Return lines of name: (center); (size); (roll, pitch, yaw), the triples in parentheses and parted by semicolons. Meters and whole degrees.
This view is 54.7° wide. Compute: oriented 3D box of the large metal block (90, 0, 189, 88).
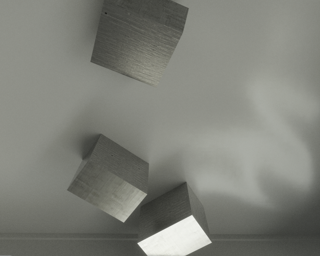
large metal block: (-0.024, -0.102, 0.342); (0.080, 0.050, 0.080); (21, 139, -8)

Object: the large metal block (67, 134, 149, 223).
large metal block: (-0.063, 0.062, 0.404); (0.080, 0.080, 0.050); (34, 106, -12)

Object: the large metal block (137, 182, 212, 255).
large metal block: (0.018, 0.132, 0.431); (0.080, 0.080, 0.050); (-30, 108, 10)
